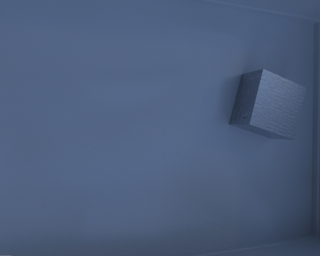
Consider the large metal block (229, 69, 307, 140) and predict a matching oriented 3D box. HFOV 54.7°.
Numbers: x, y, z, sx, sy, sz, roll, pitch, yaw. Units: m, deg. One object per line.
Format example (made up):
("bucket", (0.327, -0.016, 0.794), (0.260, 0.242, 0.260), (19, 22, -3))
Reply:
("large metal block", (0.159, -0.032, 0.458), (0.081, 0.050, 0.080), (17, 84, -20))
